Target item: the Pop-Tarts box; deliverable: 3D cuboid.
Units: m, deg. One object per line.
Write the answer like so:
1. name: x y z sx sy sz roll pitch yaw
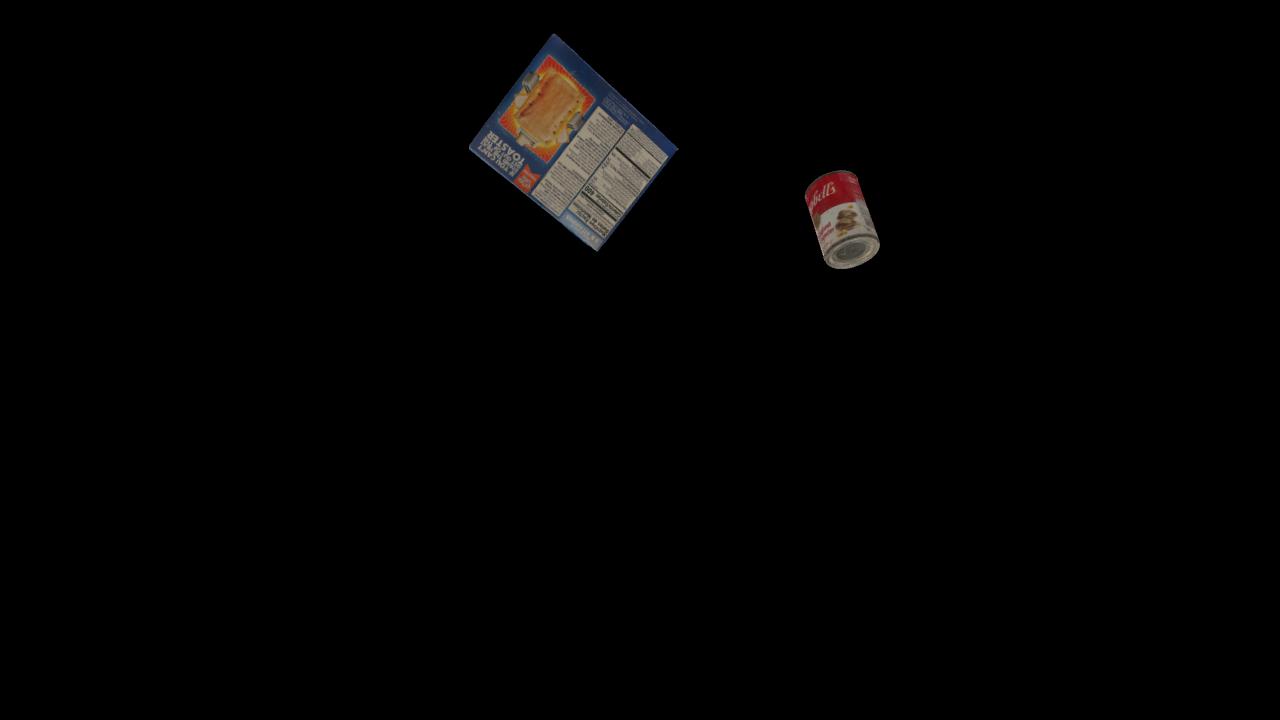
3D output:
1. Pop-Tarts box: -0.072 -0.227 0.661 0.167 0.141 0.083 37 6 -18

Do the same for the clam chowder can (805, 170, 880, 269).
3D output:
1. clam chowder can: 0.249 -0.172 0.760 0.068 0.102 0.068 -7 -26 -3
